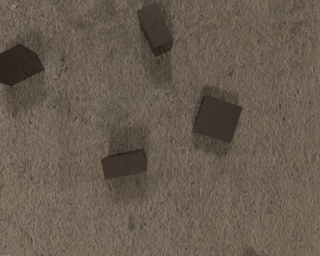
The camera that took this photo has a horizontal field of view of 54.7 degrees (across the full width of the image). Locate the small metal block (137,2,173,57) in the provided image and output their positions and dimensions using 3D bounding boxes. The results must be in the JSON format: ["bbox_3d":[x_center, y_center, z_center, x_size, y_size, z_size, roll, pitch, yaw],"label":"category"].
[{"bbox_3d":[-0.006,-0.124,0.397,0.025,0.050,0.050,-25,90,0],"label":"small metal block"}]

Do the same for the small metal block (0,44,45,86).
[{"bbox_3d":[-0.184,-0.079,0.395,0.050,0.050,0.025,-27,90,0],"label":"small metal block"}]

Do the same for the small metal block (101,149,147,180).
[{"bbox_3d":[-0.044,0.045,0.397,0.050,0.050,0.025,-12,90,0],"label":"small metal block"}]

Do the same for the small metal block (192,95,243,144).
[{"bbox_3d":[0.075,-0.011,0.411,0.050,0.025,0.050,18,90,-1],"label":"small metal block"}]
